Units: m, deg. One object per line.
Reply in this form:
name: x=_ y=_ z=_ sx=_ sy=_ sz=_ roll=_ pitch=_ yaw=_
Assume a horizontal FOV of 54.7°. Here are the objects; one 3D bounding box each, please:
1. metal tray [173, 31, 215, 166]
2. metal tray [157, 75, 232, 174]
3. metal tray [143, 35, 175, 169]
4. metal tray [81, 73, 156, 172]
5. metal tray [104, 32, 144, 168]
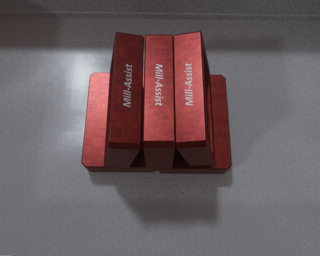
metal tray: x=0.040 y=-0.029 z=0.350 sx=0.030 sy=0.090 sz=0.130 roll=-5 pitch=70 yaw=14
metal tray: x=0.042 y=-0.007 z=0.408 sx=0.091 sy=0.030 sz=0.130 roll=1 pitch=70 yaw=0
metal tray: x=-0.001 y=-0.027 z=0.350 sx=0.030 sy=0.090 sz=0.130 roll=0 pitch=68 yaw=0
metal tray: x=-0.049 y=-0.009 z=0.407 sx=0.091 sy=0.030 sz=0.130 roll=1 pitch=70 yaw=0
metal tray: x=-0.042 y=-0.028 z=0.348 sx=0.030 sy=0.090 sz=0.130 roll=5 pitch=70 yaw=-12
